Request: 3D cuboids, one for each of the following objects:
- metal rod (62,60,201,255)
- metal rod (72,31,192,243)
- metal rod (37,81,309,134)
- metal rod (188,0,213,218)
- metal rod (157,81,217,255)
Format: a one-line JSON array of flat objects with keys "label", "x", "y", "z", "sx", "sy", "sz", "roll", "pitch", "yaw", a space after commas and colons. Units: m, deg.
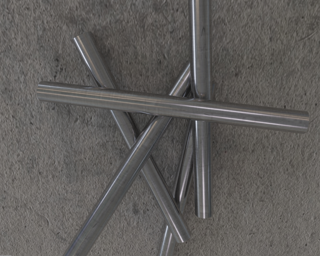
[{"label": "metal rod", "x": -0.037, "y": 0.050, "z": 0.376, "sx": 0.025, "sy": 0.025, "sz": 0.299, "roll": 33, "pitch": 87, "yaw": -11}, {"label": "metal rod", "x": -0.030, "y": 0.022, "z": 0.402, "sx": 0.025, "sy": 0.025, "sz": 0.299, "roll": -24, "pitch": 103, "yaw": 8}, {"label": "metal rod", "x": 0.008, "y": -0.025, "z": 0.352, "sx": 0.301, "sy": 0.025, "sz": 0.025, "roll": 7, "pitch": 110, "yaw": 7}, {"label": "metal rod", "x": 0.051, "y": -0.023, "z": 0.373, "sx": 0.025, "sy": 0.025, "sz": 0.298, "roll": -4, "pitch": 110, "yaw": 1}, {"label": "metal rod", "x": 0.032, "y": 0.079, "z": 0.438, "sx": 0.025, "sy": 0.025, "sz": 0.298, "roll": 10, "pitch": 110, "yaw": -4}]
